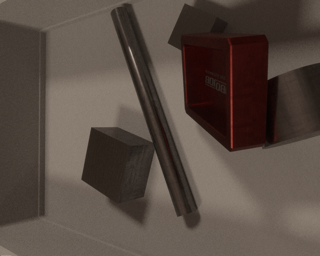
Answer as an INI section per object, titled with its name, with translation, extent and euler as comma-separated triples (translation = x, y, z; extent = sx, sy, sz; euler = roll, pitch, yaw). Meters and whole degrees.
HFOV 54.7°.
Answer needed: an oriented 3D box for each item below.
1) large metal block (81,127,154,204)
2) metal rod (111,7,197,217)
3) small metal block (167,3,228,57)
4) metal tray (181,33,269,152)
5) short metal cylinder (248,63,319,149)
[large metal block]
translation = -0.060, 0.048, 0.438
extent = 0.080, 0.050, 0.079
euler = 21, 103, 37
[metal rod]
translation = -0.014, -0.032, 0.415
extent = 0.025, 0.025, 0.299
euler = -30, 72, 36
[small metal block]
translation = 0.044, -0.113, 0.369
extent = 0.050, 0.025, 0.050
euler = 38, 113, 33
[metal tray]
translation = 0.054, -0.043, 0.295
extent = 0.130, 0.030, 0.089
euler = -125, 28, -68
[short metal cylinder]
translation = 0.122, -0.017, 0.270
extent = 0.080, 0.081, 0.050
euler = -24, 76, 37
